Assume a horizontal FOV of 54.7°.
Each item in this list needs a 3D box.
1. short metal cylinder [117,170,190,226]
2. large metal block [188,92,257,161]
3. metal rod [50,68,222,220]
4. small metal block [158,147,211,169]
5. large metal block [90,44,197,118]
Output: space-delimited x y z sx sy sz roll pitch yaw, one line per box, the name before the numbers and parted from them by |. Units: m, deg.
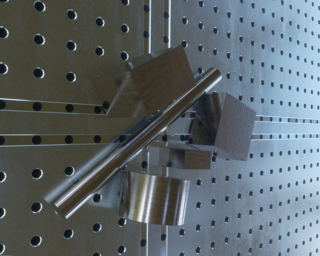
short metal cylinder | -0.007 0.081 0.368 0.081 0.080 0.050 15 81 -39
large metal block | 0.097 0.000 0.473 0.080 0.050 0.080 25 75 -38
metal rod | -0.010 0.002 0.402 0.302 0.025 0.025 -42 116 -32
small metal block | 0.034 0.042 0.424 0.050 0.050 0.025 7 86 -40
large metal block | -0.019 -0.053 0.360 0.081 0.080 0.050 -35 112 -35
